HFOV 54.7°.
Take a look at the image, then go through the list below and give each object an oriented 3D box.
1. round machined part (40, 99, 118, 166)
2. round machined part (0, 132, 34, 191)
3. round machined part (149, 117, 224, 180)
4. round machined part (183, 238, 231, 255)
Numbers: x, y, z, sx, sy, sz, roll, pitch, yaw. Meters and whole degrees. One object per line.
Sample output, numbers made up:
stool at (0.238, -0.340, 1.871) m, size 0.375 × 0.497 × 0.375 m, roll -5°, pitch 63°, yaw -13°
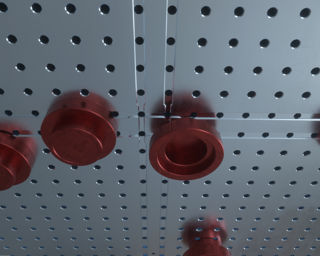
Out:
round machined part at (-0.108, 0.013, 0.410) m, size 0.099 × 0.042 × 0.097 m, roll -1°, pitch 130°, yaw 0°
round machined part at (-0.237, 0.053, 0.442) m, size 0.099 × 0.042 × 0.097 m, roll -1°, pitch 130°, yaw 0°
round machined part at (0.035, 0.024, 0.422) m, size 0.099 × 0.042 × 0.097 m, roll -1°, pitch 130°, yaw 0°
round machined part at (0.094, 0.258, 0.622) m, size 0.099 × 0.042 × 0.097 m, roll -1°, pitch 130°, yaw 0°
